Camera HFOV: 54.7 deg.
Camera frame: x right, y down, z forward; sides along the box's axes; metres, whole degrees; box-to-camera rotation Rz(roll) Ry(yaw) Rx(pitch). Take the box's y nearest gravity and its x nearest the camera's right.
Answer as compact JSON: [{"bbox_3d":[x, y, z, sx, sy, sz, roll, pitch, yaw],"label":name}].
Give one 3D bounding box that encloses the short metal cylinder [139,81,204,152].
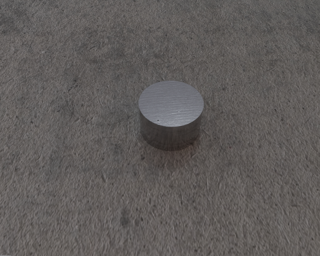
[{"bbox_3d":[0.014,-0.016,0.402,0.081,0.050,0.080,0,50,0],"label":"short metal cylinder"}]
